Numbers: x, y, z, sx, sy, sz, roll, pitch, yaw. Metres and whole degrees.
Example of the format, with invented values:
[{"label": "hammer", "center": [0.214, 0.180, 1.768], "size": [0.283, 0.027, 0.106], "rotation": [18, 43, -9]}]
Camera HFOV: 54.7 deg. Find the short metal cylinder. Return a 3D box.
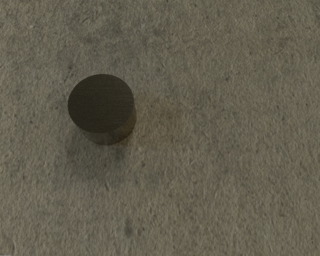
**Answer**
[{"label": "short metal cylinder", "center": [-0.072, -0.023, 0.402], "size": [0.081, 0.050, 0.080], "rotation": [0, 70, 0]}]
